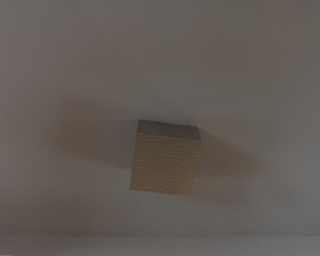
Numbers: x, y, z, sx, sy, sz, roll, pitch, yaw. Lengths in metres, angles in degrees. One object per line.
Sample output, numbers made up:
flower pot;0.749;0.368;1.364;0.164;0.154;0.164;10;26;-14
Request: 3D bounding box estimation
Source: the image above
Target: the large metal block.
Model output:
large metal block;0.006;0.039;0.412;0.080;0.050;0.079;7;110;-3
